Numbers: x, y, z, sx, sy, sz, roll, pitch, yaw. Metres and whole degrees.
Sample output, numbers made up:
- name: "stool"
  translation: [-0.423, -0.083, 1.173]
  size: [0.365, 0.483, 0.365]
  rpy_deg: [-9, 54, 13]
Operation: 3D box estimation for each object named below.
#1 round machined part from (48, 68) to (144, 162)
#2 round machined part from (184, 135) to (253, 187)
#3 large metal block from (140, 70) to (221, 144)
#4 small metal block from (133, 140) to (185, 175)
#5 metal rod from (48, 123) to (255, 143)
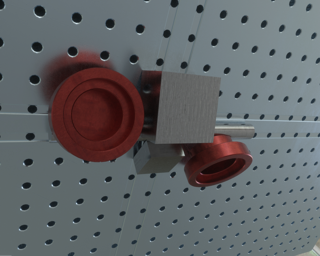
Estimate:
- name: "round machined part"
  translation: [-0.070, -0.014, 0.337]
  size: [0.099, 0.042, 0.097]
  rpy_deg: [-2, 93, -29]
- name: "round machined part"
  translation: [0.082, 0.046, 0.458]
  size: [0.099, 0.042, 0.098]
  rpy_deg: [-14, 148, -9]
- name: "large metal block"
  translation: [0.022, -0.026, 0.376]
  size: [0.081, 0.050, 0.079]
  rpy_deg: [1, 100, -29]
- name: "small metal block"
  translation: [-0.002, 0.040, 0.422]
  size: [0.050, 0.025, 0.050]
  rpy_deg: [1, 147, -29]
- name: "metal rod"
  translation: [0.009, 0.005, 0.420]
  size: [0.303, 0.025, 0.025]
  rpy_deg: [0, 118, -29]
